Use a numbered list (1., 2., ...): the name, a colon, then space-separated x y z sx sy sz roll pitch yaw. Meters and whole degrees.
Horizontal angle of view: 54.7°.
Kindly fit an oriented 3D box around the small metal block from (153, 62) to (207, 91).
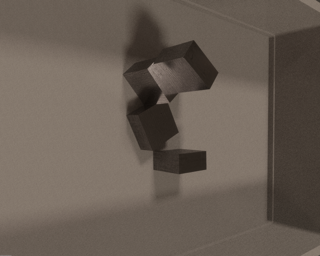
1. small metal block: 0.026 -0.067 0.414 0.050 0.050 0.025 5 87 -40

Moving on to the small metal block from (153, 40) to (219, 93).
1. small metal block: 0.029 -0.067 0.351 0.050 0.050 0.025 44 63 -31

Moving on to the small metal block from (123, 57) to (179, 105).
1. small metal block: -0.010 -0.057 0.383 0.025 0.050 0.050 -50 120 -28

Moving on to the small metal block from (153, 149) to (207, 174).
1. small metal block: 0.026 0.044 0.415 0.050 0.050 0.025 -2 92 -40

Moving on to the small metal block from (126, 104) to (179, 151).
1. small metal block: -0.009 -0.005 0.401 0.050 0.025 0.050 -34 111 -35
